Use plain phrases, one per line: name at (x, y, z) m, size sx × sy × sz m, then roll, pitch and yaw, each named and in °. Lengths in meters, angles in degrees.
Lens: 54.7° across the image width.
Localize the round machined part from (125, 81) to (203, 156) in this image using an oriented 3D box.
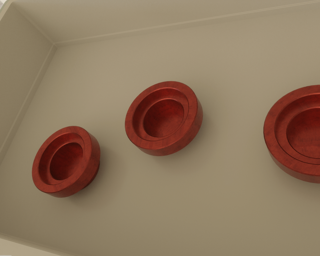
round machined part at (0.008, -0.008, 0.396) m, size 0.098 × 0.042 × 0.098 m, roll -13°, pitch 56°, yaw 21°

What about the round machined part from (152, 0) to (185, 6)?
round machined part at (0.023, -0.255, 0.542) m, size 0.098 × 0.042 × 0.098 m, roll -13°, pitch 56°, yaw 21°

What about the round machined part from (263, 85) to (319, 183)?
round machined part at (0.157, 0.009, 0.307) m, size 0.098 × 0.042 × 0.098 m, roll -13°, pitch 56°, yaw 21°

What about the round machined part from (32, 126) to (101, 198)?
round machined part at (-0.124, 0.049, 0.430) m, size 0.098 × 0.042 × 0.098 m, roll -13°, pitch 56°, yaw 21°
